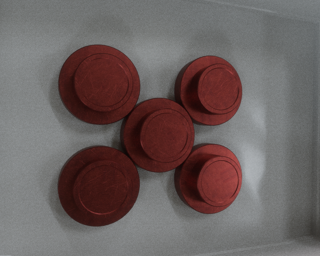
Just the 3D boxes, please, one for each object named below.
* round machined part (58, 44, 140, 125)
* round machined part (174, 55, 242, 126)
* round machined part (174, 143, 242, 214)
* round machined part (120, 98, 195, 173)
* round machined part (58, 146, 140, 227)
[{"bbox_3d":[-0.071,-0.053,0.374,0.099,0.042,0.097,0,90,-21],"label":"round machined part"},{"bbox_3d":[0.073,-0.052,0.428,0.099,0.042,0.097,0,90,-21],"label":"round machined part"},{"bbox_3d":[0.073,0.071,0.429,0.099,0.042,0.097,0,90,-21],"label":"round machined part"},{"bbox_3d":[0.001,0.009,0.401,0.099,0.042,0.097,0,90,-21],"label":"round machined part"},{"bbox_3d":[-0.071,0.071,0.375,0.099,0.042,0.097,0,90,-21],"label":"round machined part"}]
